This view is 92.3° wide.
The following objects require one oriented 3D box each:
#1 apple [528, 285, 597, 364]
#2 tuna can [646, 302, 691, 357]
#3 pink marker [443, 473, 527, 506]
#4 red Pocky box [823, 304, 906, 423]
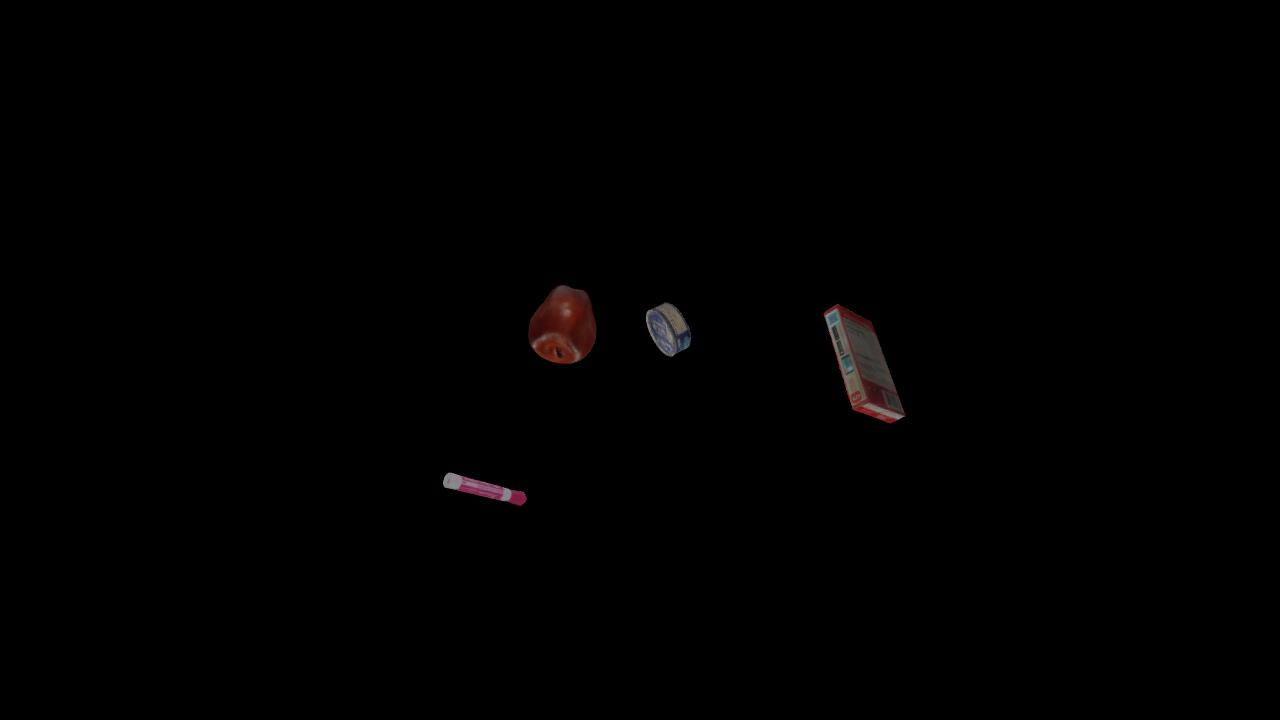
[{"bbox_3d":[-0.088,-0.040,0.720,0.079,0.093,0.079,6,-34,4],"label":"apple"},{"bbox_3d":[0.046,-0.050,0.994,0.034,0.084,0.084,-28,10,-19],"label":"tuna can"},{"bbox_3d":[-0.195,0.167,0.790,0.020,0.020,0.121,0,-20,45],"label":"pink marker"},{"bbox_3d":[0.296,0.004,0.815,0.083,0.155,0.028,19,-40,-32],"label":"red Pocky box"}]
